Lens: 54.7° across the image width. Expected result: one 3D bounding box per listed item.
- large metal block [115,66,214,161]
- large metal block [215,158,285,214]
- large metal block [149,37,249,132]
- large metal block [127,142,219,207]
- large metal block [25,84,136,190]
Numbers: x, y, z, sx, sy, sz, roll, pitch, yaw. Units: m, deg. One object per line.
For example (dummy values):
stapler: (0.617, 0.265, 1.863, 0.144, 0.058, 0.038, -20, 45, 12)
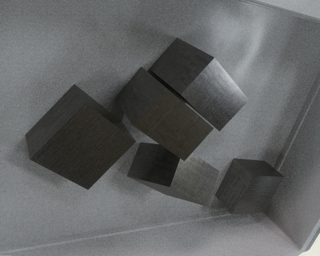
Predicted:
large metal block: (0.003, -0.018, 0.359, 0.080, 0.080, 0.050, 36, 98, -32)
large metal block: (0.157, 0.103, 0.545, 0.081, 0.050, 0.079, 8, 115, -32)
large metal block: (0.045, -0.052, 0.367, 0.050, 0.080, 0.080, -48, 129, 5)
large metal block: (0.018, 0.061, 0.413, 0.080, 0.080, 0.050, 35, 69, -39)
large metal block: (-0.089, 0.012, 0.352, 0.080, 0.050, 0.080, -46, 130, 3)
